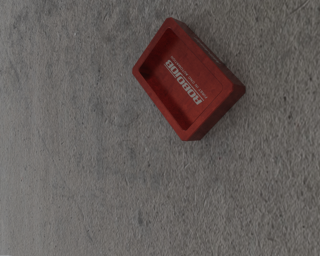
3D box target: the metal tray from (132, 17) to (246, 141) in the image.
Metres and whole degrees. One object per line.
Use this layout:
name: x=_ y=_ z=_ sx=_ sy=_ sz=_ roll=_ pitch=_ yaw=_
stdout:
metal tray: x=0.029 y=-0.059 z=0.378 sx=0.090 sy=0.030 sz=0.130 roll=-50 pitch=61 yaw=28
